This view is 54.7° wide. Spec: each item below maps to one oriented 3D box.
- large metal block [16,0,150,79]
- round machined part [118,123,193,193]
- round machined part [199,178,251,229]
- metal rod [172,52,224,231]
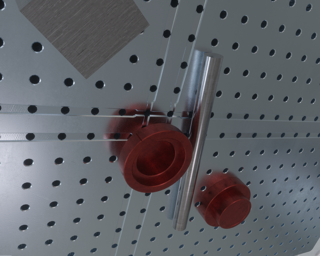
[{"bbox_3d":[-0.071,-0.107,0.290,0.080,0.050,0.080,-41,130,0],"label":"large metal block"},{"bbox_3d":[-0.009,0.036,0.417,0.099,0.042,0.097,-14,124,-21],"label":"round machined part"},{"bbox_3d":[0.123,0.141,0.555,0.099,0.042,0.097,-14,124,-21],"label":"round machined part"},{"bbox_3d":[0.050,0.038,0.461,0.025,0.025,0.298,-7,122,-25],"label":"metal rod"}]
